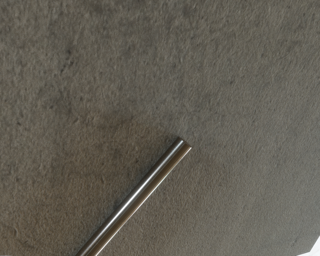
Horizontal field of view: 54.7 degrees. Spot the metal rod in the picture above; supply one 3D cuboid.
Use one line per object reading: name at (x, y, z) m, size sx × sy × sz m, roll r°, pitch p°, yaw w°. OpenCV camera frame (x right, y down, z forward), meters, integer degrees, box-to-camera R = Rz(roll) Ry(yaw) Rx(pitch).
metal rod at (-0.061, 0.133, 0.457) m, size 0.299 × 0.025 × 0.025 m, roll -49°, pitch 129°, yaw 6°
